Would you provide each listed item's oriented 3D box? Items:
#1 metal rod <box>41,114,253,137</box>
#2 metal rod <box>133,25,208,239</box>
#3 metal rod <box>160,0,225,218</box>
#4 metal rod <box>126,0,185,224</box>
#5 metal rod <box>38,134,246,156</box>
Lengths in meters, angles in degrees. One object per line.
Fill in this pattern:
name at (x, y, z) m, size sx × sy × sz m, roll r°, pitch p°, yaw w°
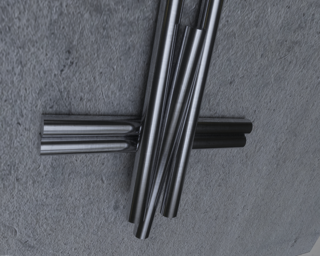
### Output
metal rod at (0.004, -0.002, 0.411) m, size 0.303 × 0.025 × 0.025 m, roll 0°, pitch 119°, yaw -29°
metal rod at (0.006, 0.023, 0.394) m, size 0.025 × 0.025 × 0.298 m, roll 0°, pitch 118°, yaw -29°
metal rod at (0.038, -0.020, 0.390) m, size 0.025 × 0.025 × 0.298 m, roll 0°, pitch 110°, yaw -29°
metal rod at (-0.008, -0.020, 0.366) m, size 0.025 × 0.025 × 0.298 m, roll 0°, pitch 110°, yaw -29°
metal rod at (-0.003, 0.019, 0.421) m, size 0.303 × 0.025 × 0.025 m, roll 0°, pitch 119°, yaw -29°
